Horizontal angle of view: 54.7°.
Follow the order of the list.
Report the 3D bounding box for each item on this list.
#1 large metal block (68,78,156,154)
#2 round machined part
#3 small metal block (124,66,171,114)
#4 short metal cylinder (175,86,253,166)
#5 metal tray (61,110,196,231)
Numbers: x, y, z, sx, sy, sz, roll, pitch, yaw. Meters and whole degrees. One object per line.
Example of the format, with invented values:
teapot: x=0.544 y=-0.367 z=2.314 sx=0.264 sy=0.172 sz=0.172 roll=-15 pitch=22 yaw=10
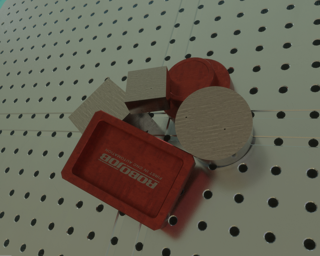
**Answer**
large metal block: x=-0.068 y=-0.011 z=0.435 sx=0.080 sy=0.050 sz=0.080 roll=-46 pitch=51 yaw=-4
round machined part: x=0.043 y=-0.054 z=0.407 sx=0.098 sy=0.042 sz=0.098 roll=-13 pitch=56 yaw=21
small metal block: x=-0.014 y=-0.047 z=0.385 sx=0.050 sy=0.025 sz=0.050 roll=-6 pitch=55 yaw=12
short metal cylinder: x=0.062 y=0.000 z=0.345 sx=0.080 sy=0.050 sz=0.080 roll=-4 pitch=75 yaw=16
metal tray: x=-0.036 y=0.046 z=0.359 sx=0.130 sy=0.030 sz=0.090 roll=26 pitch=82 yaw=14
